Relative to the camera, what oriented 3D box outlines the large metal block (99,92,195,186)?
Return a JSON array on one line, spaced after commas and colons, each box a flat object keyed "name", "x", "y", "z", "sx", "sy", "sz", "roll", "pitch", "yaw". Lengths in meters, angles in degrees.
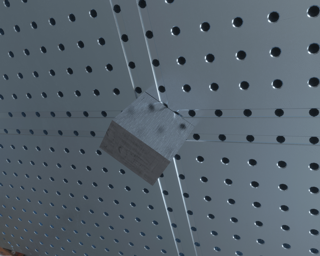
[{"name": "large metal block", "x": -0.014, "y": 0.011, "z": 0.390, "sx": 0.080, "sy": 0.080, "sz": 0.050, "roll": 35, "pitch": 129, "yaw": 4}]
